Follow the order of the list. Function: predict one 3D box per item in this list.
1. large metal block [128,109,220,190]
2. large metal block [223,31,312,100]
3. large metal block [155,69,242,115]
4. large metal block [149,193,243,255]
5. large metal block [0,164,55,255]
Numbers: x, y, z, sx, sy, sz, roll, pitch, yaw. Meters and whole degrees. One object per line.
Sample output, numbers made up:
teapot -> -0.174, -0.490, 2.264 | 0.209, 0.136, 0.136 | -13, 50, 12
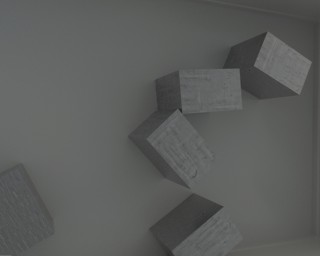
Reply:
large metal block -> 0.014, 0.024, 0.388 | 0.050, 0.080, 0.080 | -44, 104, -15
large metal block -> 0.146, -0.083, 0.437 | 0.080, 0.080, 0.050 | 26, 81, -19
large metal block -> 0.047, -0.044, 0.400 | 0.081, 0.080, 0.050 | -5, 92, -20
large metal block -> 0.043, 0.136, 0.399 | 0.080, 0.080, 0.050 | -35, 102, -17
large metal block -> -0.171, 0.094, 0.334 | 0.081, 0.050, 0.080 | -27, 99, -18
